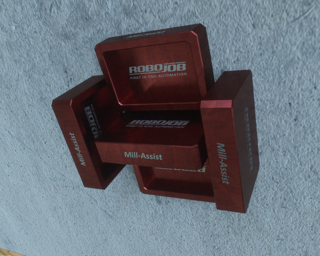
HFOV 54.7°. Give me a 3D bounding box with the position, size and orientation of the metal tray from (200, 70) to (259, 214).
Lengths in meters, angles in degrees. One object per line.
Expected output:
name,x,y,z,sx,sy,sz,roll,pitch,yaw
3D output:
metal tray,0.080,0.013,0.332,0.030,0.090,0.129,1,119,28

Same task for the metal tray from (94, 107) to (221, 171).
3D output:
metal tray,0.000,0.008,0.373,0.130,0.090,0.030,1,120,27

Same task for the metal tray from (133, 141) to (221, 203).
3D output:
metal tray,0.025,0.053,0.426,0.130,0.030,0.089,1,118,27

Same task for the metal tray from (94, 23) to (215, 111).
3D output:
metal tray,-0.005,-0.067,0.367,0.130,0.030,0.089,0,122,28

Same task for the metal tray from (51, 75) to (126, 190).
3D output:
metal tray,-0.082,0.005,0.413,0.030,0.090,0.129,1,119,27
